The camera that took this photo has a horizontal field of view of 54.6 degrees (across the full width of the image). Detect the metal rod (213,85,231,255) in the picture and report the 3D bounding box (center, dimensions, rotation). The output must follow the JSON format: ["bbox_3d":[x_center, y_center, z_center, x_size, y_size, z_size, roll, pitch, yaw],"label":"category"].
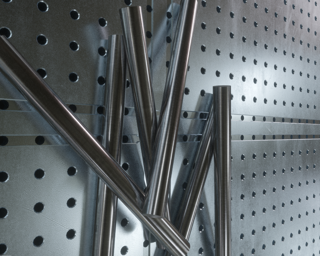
[{"bbox_3d":[0.093,0.087,0.462,0.025,0.025,0.298,-13,106,-39],"label":"metal rod"}]

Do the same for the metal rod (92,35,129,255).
[{"bbox_3d":[-0.058,0.043,0.359,0.025,0.025,0.299,6,86,-40],"label":"metal rod"}]

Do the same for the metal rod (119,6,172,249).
[{"bbox_3d":[-0.013,0.011,0.378,0.025,0.025,0.298,-19,108,-38],"label":"metal rod"}]

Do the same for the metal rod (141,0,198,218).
[{"bbox_3d":[0.017,-0.043,0.384,0.025,0.025,0.299,29,60,-36],"label":"metal rod"}]

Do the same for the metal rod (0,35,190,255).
[{"bbox_3d":[-0.063,0.035,0.327,0.300,0.025,0.025,52,60,-18],"label":"metal rod"}]

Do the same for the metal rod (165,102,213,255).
[{"bbox_3d":[0.051,0.084,0.450,0.025,0.025,0.299,30,71,-36],"label":"metal rod"}]
